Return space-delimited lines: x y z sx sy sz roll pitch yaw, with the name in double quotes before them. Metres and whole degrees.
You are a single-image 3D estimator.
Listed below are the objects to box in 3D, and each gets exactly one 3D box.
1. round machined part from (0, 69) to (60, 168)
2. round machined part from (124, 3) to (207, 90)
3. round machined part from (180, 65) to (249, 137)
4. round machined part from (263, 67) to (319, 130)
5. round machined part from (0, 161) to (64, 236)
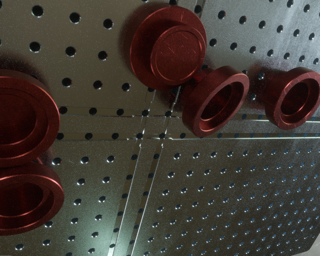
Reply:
"round machined part" -0.154 -0.012 0.309 0.099 0.042 0.097 -14 124 -21
"round machined part" 0.012 -0.088 0.354 0.099 0.042 0.097 -14 125 -21
"round machined part" 0.065 -0.039 0.401 0.099 0.042 0.097 -31 147 -23
"round machined part" 0.203 -0.049 0.483 0.099 0.042 0.097 -14 125 -21
"round machined part" -0.163 0.074 0.351 0.099 0.042 0.097 -17 134 -18
